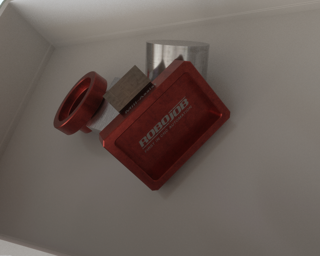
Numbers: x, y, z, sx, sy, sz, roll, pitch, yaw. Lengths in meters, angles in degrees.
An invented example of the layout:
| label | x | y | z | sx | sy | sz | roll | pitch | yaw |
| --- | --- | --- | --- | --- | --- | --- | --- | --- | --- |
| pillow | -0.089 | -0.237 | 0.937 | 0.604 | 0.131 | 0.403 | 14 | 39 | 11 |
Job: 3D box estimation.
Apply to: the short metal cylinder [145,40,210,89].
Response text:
| label | x | y | z | sx | sy | sz | roll | pitch | yaw |
| --- | --- | --- | --- | --- | --- | --- | --- | --- | --- |
| short metal cylinder | 0.021 | -0.085 | 0.400 | 0.080 | 0.081 | 0.050 | 17 | 115 | 34 |

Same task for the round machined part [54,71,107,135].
| label | x | y | z | sx | sy | sz | roll | pitch | yaw |
| --- | --- | --- | --- | --- | --- | --- | --- | --- | --- |
| round machined part | -0.108 | -0.031 | 0.451 | 0.098 | 0.042 | 0.098 | -35 | 35 | 29 |

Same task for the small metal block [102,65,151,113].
| label | x | y | z | sx | sy | sz | roll | pitch | yaw |
| --- | --- | --- | --- | --- | --- | --- | --- | --- | --- |
| small metal block | -0.037 | -0.043 | 0.366 | 0.050 | 0.050 | 0.025 | -45 | 90 | -3 |

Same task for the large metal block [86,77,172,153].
| label | x | y | z | sx | sy | sz | roll | pitch | yaw |
| --- | --- | --- | --- | --- | --- | --- | --- | --- | --- |
| large metal block | -0.037 | -0.016 | 0.416 | 0.080 | 0.050 | 0.080 | 16 | 70 | 34 |

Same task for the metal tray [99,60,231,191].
| label | x | y | z | sx | sy | sz | roll | pitch | yaw |
| --- | --- | --- | --- | --- | --- | --- | --- | --- | --- |
| metal tray | 0.007 | -0.003 | 0.357 | 0.130 | 0.090 | 0.030 | -45 | 24 | -4 |
